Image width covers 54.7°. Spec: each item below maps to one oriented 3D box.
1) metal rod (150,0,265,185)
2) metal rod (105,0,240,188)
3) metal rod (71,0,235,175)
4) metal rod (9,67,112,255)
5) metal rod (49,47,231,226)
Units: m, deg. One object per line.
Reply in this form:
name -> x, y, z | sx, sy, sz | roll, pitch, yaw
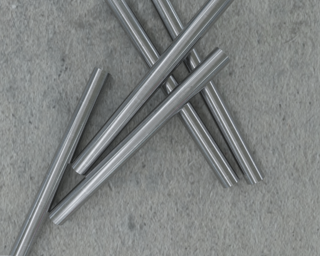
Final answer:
metal rod -> 0.057, -0.063, 0.410 | 0.025, 0.025, 0.299 | -28, 90, 0
metal rod -> 0.015, -0.053, 0.410 | 0.025, 0.025, 0.299 | -32, 90, 0
metal rod -> -0.010, -0.058, 0.386 | 0.025, 0.025, 0.299 | 41, 99, -1
metal rod -> -0.137, 0.061, 0.408 | 0.025, 0.025, 0.299 | 24, 90, -1
metal rod -> -0.030, 0.015, 0.392 | 0.300, 0.025, 0.025 | -44, 91, 6
